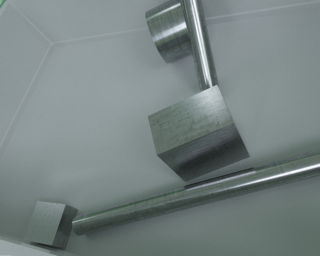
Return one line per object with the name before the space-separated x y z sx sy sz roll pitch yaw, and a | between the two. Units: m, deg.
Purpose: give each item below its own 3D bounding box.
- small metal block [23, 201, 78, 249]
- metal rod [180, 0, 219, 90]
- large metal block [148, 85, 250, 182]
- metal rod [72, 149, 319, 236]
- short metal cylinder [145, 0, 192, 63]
small metal block | -0.141 0.125 0.401 0.050 0.025 0.050 -1 61 27
metal rod | 0.030 -0.194 0.378 0.025 0.025 0.298 -9 102 23
large metal block | 0.044 0.010 0.340 0.080 0.080 0.050 -24 53 13
metal rod | 0.036 0.074 0.340 0.301 0.025 0.025 -19 55 16
short metal cylinder | 0.020 -0.139 0.444 0.050 0.080 0.080 -20 54 16
